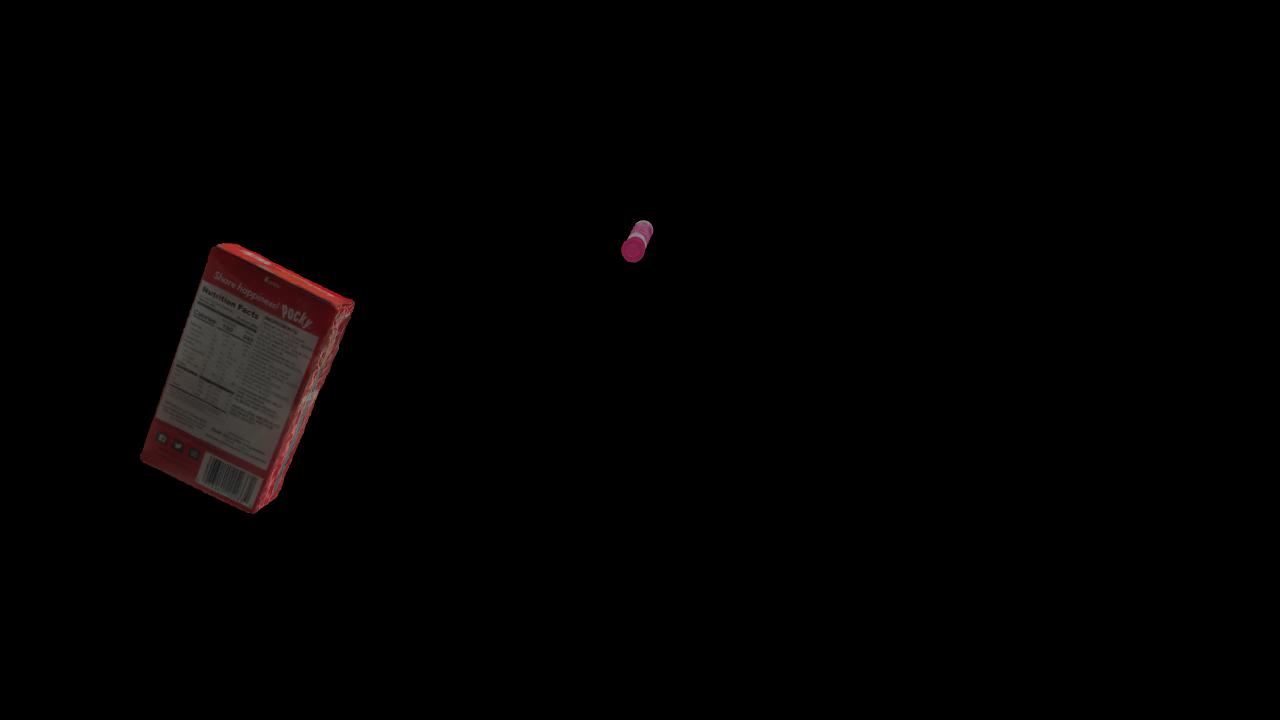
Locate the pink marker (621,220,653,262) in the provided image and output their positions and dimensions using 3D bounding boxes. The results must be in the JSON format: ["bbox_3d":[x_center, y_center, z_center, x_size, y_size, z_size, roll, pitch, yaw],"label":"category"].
[{"bbox_3d":[-0.001,-0.104,0.533,0.020,0.020,0.121,0,20,4],"label":"pink marker"}]

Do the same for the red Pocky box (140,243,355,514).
[{"bbox_3d":[-0.248,0.014,0.389,0.083,0.155,0.028,28,12,-2],"label":"red Pocky box"}]
